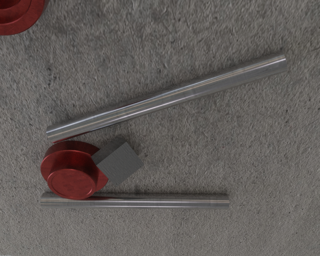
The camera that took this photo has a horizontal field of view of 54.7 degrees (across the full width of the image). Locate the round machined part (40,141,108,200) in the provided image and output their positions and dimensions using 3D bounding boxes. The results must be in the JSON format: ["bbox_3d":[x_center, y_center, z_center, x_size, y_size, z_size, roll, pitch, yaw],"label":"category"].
[{"bbox_3d":[-0.124,0.068,0.453,0.099,0.042,0.097,0,130,0],"label":"round machined part"}]

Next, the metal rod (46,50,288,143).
[{"bbox_3d":[-0.003,-0.033,0.378,0.301,0.025,0.025,-17,128,13],"label":"metal rod"}]

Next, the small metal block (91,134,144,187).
[{"bbox_3d":[-0.058,0.046,0.431,0.050,0.025,0.050,-39,126,-8],"label":"small metal block"}]

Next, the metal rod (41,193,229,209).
[{"bbox_3d":[-0.039,0.120,0.508,0.302,0.025,0.025,1,130,-1],"label":"metal rod"}]

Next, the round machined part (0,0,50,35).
[{"bbox_3d":[-0.148,-0.138,0.277,0.099,0.042,0.097,0,130,0],"label":"round machined part"}]
